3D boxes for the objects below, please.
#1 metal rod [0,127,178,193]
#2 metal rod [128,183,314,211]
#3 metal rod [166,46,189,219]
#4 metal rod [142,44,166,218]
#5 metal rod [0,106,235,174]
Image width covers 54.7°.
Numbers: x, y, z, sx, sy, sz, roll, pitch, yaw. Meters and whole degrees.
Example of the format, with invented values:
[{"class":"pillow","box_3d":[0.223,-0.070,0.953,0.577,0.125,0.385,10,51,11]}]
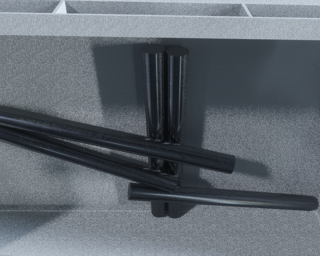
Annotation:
[{"class":"metal rod","box_3d":[-0.121,0.033,0.417,0.302,0.025,0.025,18,128,-9]},{"class":"metal rod","box_3d":[0.102,0.108,0.478,0.302,0.025,0.025,7,130,-14]},{"class":"metal rod","box_3d":[0.021,0.030,0.431,0.025,0.025,0.298,-1,130,0]},{"class":"metal rod","box_3d":[-0.005,0.028,0.429,0.025,0.025,0.298,-1,130,0]},{"class":"metal rod","box_3d":[-0.055,0.016,0.394,0.302,0.025,0.025,12,129,-2]}]
